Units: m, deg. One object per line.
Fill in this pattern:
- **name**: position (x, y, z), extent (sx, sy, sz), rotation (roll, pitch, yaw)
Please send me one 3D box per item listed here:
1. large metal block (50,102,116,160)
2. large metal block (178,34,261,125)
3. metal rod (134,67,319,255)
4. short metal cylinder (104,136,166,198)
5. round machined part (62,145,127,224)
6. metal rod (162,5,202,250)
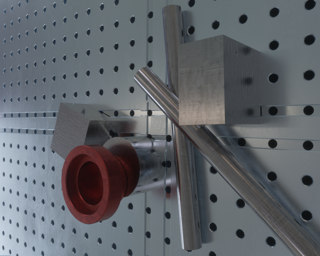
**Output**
- **large metal block**: position (-0.124, 0.011, 0.496), extent (0.080, 0.050, 0.079), rotation (27, 107, 36)
- **large metal block**: position (0.063, -0.043, 0.321), extent (0.050, 0.081, 0.079), rotation (-2, 89, 40)
- **metal rod**: position (0.070, 0.038, 0.331), extent (0.300, 0.025, 0.025), rotation (49, 119, 22)
- **short metal cylinder**: position (-0.039, 0.051, 0.426), extent (0.080, 0.050, 0.079), rotation (0, 90, 40)
- **round machined part**: position (-0.081, 0.070, 0.400), extent (0.098, 0.042, 0.097), rotation (0, 90, 40)
- **metal rod**: position (0.027, -0.004, 0.386), extent (0.025, 0.025, 0.298), rotation (-8, 85, 40)
